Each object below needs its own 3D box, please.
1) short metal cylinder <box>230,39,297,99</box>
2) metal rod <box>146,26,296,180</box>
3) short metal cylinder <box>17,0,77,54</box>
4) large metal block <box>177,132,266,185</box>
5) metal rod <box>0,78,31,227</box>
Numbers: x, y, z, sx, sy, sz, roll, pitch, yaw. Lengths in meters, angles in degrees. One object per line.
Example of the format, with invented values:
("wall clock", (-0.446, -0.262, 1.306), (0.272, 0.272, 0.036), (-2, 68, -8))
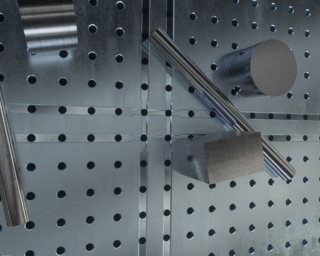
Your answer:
("short metal cylinder", (0.151, -0.084, 0.455), (0.081, 0.050, 0.079), (0, 90, -20))
("metal rod", (0.097, -0.026, 0.448), (0.300, 0.025, 0.025), (43, 77, -15))
("short metal cylinder", (-0.124, -0.124, 0.337), (0.050, 0.080, 0.080), (-12, 94, -20))
("large metal block", (0.078, 0.035, 0.412), (0.081, 0.080, 0.050), (-10, 94, -20))
("metal rod", (-0.188, -0.039, 0.343), (0.025, 0.025, 0.298), (-12, 94, -20))
